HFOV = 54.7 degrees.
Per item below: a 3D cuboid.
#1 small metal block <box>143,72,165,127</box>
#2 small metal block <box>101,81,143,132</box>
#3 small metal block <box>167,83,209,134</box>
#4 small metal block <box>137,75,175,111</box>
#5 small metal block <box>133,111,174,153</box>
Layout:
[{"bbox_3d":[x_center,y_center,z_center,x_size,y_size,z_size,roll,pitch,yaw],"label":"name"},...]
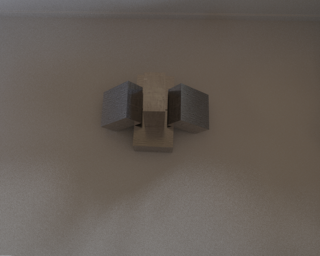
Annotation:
[{"bbox_3d":[-0.007,-0.034,0.379,0.025,0.050,0.050,1,70,0],"label":"small metal block"},{"bbox_3d":[-0.050,-0.027,0.403,0.050,0.025,0.050,-17,64,40],"label":"small metal block"},{"bbox_3d":[0.037,-0.024,0.404,0.050,0.025,0.050,17,66,-36],"label":"small metal block"},{"bbox_3d":[-0.007,-0.044,0.423,0.050,0.025,0.050,3,70,0],"label":"small metal block"},{"bbox_3d":[-0.008,0.004,0.406,0.050,0.025,0.050,2,70,1],"label":"small metal block"}]
